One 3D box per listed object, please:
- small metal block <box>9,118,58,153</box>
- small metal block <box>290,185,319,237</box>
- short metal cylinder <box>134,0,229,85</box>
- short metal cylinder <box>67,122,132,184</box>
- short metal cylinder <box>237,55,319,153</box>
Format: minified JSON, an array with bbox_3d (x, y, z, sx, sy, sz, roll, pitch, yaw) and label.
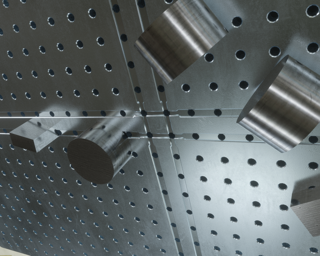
[{"bbox_3d":[-0.207,0.011,0.511,0.050,0.050,0.025,14,124,20],"label":"small metal block"},{"bbox_3d":[0.194,0.098,0.370,0.050,0.025,0.050,-32,101,38],"label":"small metal block"},{"bbox_3d":[0.021,-0.088,0.310,0.050,0.080,0.080,49,129,-7],"label":"short metal cylinder"},{"bbox_3d":[-0.091,0.037,0.466,0.080,0.050,0.079,13,124,21],"label":"short metal cylinder"},{"bbox_3d":[0.119,-0.023,0.299,0.050,0.080,0.079,35,129,5],"label":"short metal cylinder"}]
